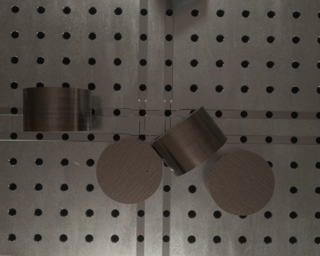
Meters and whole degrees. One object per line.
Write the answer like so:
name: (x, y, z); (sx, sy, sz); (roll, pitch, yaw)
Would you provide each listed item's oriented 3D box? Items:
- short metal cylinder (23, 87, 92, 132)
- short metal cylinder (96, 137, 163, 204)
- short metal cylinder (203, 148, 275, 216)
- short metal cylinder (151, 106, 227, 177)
short metal cylinder: (-0.126, -0.021, 0.384); (0.081, 0.080, 0.050); (0, 90, -1)
short metal cylinder: (-0.037, 0.052, 0.400); (0.081, 0.050, 0.079); (0, 90, -1)
short metal cylinder: (0.100, 0.067, 0.402); (0.081, 0.050, 0.079); (0, 90, -1)
short metal cylinder: (0.036, 0.016, 0.386); (0.080, 0.080, 0.050); (-37, 90, 0)
